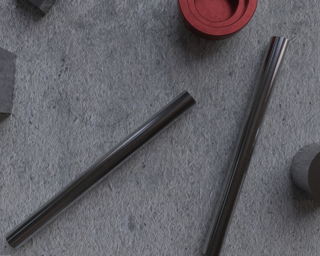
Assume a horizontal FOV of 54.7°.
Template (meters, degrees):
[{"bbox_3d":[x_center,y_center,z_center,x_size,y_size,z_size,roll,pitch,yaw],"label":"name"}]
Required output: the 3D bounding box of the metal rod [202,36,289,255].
[{"bbox_3d":[0.113,0.025,0.411,0.025,0.025,0.298,18,90,-1],"label":"metal rod"}]

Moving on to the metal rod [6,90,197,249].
[{"bbox_3d":[-0.076,0.054,0.409,0.300,0.025,0.025,-39,91,-1],"label":"metal rod"}]

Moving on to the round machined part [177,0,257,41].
[{"bbox_3d":[0.071,-0.162,0.402,0.099,0.042,0.097,0,90,-1],"label":"round machined part"}]

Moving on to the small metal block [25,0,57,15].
[{"bbox_3d":[-0.161,-0.188,0.408,0.050,0.025,0.050,35,90,-1],"label":"small metal block"}]

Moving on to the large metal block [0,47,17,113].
[{"bbox_3d":[-0.238,-0.062,0.394,0.081,0.050,0.079,4,90,-1],"label":"large metal block"}]

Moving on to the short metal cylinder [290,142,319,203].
[{"bbox_3d":[0.219,0.059,0.401,0.081,0.050,0.079,0,90,-1],"label":"short metal cylinder"}]
